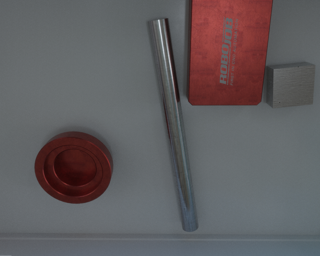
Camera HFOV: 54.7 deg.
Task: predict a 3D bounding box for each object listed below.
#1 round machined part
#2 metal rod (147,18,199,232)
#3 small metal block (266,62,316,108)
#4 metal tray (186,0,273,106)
[{"bbox_3d":[-0.112,0.050,0.419,0.099,0.042,0.097,0,110,-1],"label":"round machined part"},{"bbox_3d":[0.022,0.010,0.415,0.025,0.025,0.298,-9,110,3],"label":"metal rod"},{"bbox_3d":[0.165,-0.055,0.394,0.050,0.025,0.050,-6,110,1],"label":"small metal block"},{"bbox_3d":[0.080,-0.093,0.375,0.091,0.030,0.129,0,110,-1],"label":"metal tray"}]
